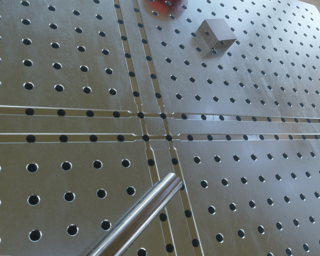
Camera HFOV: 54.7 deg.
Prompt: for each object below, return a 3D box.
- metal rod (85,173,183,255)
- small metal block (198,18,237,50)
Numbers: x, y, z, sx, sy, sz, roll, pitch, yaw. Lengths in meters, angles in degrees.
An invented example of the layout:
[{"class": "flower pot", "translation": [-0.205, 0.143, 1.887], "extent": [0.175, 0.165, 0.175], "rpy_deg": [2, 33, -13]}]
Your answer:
[{"class": "metal rod", "translation": [-0.066, 0.130, 0.271], "extent": [0.025, 0.025, 0.302], "rpy_deg": [47, 44, 4]}, {"class": "small metal block", "translation": [0.107, -0.175, 0.575], "extent": [0.050, 0.025, 0.050], "rpy_deg": [-16, 70, -35]}]
